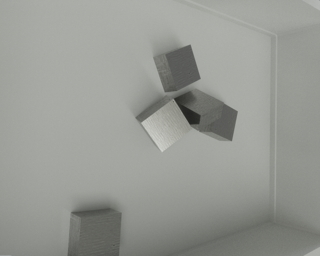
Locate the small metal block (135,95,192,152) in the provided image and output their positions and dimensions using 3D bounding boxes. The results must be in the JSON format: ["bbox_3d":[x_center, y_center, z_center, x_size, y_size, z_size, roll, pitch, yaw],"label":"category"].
[{"bbox_3d":[0.005,-0.006,0.399,0.050,0.025,0.050,-37,116,-8],"label":"small metal block"}]

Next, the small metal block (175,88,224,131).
[{"bbox_3d":[0.051,-0.027,0.429,0.050,0.050,0.025,-28,137,-37],"label":"small metal block"}]

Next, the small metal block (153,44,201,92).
[{"bbox_3d":[0.024,-0.082,0.427,0.050,0.025,0.050,-31,109,-36],"label":"small metal block"}]

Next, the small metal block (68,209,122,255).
[{"bbox_3d":[-0.072,0.120,0.346,0.050,0.025,0.050,5,87,-40],"label":"small metal block"}]

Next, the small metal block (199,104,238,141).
[{"bbox_3d":[0.092,-0.010,0.484,0.050,0.025,0.050,22,76,-38],"label":"small metal block"}]
